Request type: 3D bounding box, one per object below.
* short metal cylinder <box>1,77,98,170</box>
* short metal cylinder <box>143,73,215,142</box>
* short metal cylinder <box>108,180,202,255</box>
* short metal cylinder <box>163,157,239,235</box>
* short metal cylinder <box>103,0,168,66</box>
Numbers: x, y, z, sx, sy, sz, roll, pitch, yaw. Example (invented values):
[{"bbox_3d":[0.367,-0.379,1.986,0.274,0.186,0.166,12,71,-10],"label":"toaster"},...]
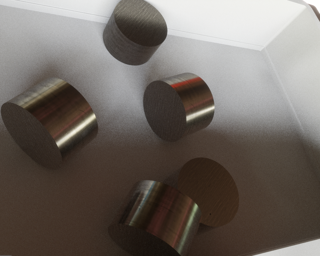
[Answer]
[{"bbox_3d":[-0.111,-0.004,0.314,0.080,0.080,0.050,43,51,1],"label":"short metal cylinder"},{"bbox_3d":[0.023,-0.028,0.401,0.050,0.080,0.080,-22,74,-36],"label":"short metal cylinder"},{"bbox_3d":[-0.004,0.097,0.310,0.080,0.080,0.050,35,51,-6],"label":"short metal cylinder"},{"bbox_3d":[0.045,0.081,0.366,0.081,0.050,0.080,14,56,-21],"label":"short metal cylinder"},{"bbox_3d":[-0.036,-0.138,0.449,0.081,0.050,0.080,11,64,-24],"label":"short metal cylinder"}]
